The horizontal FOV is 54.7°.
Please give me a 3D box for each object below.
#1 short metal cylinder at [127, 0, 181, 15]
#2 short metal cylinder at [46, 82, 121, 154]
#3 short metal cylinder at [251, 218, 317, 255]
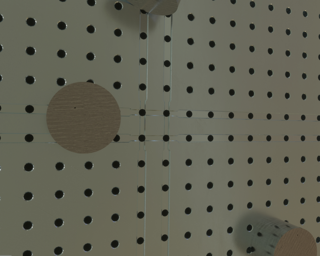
[{"bbox_3d":[-0.007,-0.184,0.381,0.080,0.080,0.050,23,83,-19],"label":"short metal cylinder"},{"bbox_3d":[-0.092,-0.012,0.366,0.081,0.050,0.079,0,90,-20],"label":"short metal cylinder"},{"bbox_3d":[0.188,0.185,0.471,0.081,0.050,0.079,0,90,-21],"label":"short metal cylinder"}]
